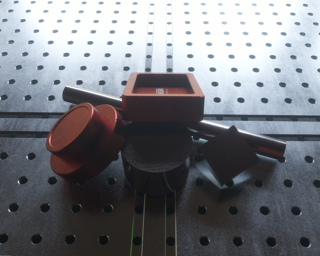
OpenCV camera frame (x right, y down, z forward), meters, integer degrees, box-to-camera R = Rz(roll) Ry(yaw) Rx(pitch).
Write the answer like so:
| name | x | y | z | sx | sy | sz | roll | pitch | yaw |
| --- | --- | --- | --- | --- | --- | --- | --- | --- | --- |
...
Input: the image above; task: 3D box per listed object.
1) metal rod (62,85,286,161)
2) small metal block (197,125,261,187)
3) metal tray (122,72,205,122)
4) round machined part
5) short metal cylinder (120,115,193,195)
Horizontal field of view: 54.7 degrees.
| name | x | y | z | sx | sy | sz | roll | pitch | yaw |
| --- | --- | --- | --- | --- | --- | --- | --- | --- | --- |
| metal rod | 0.009 | -0.011 | 0.412 | 0.301 | 0.025 | 0.025 | 15 | 52 | 12 |
| small metal block | 0.079 | 0.033 | 0.361 | 0.050 | 0.025 | 0.050 | -32 | 72 | -5 |
| metal tray | 0.003 | -0.044 | 0.398 | 0.091 | 0.030 | 0.130 | 0 | 21 | -1 |
| round machined part | -0.089 | 0.010 | 0.352 | 0.098 | 0.042 | 0.098 | -24 | 40 | 22 |
| short metal cylinder | -0.004 | 0.031 | 0.361 | 0.081 | 0.050 | 0.080 | 0 | 50 | 0 |
